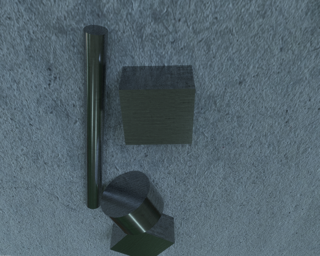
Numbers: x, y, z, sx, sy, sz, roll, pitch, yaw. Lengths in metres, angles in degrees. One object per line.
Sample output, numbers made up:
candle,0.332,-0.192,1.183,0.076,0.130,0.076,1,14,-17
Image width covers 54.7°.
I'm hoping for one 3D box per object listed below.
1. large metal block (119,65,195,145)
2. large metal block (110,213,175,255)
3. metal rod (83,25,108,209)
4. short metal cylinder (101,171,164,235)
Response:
large metal block,-0.002,-0.026,0.368,0.080,0.050,0.079,-1,130,0
large metal block,-0.031,0.187,0.549,0.080,0.050,0.080,28,125,-22
metal rod,-0.088,0.011,0.415,0.025,0.025,0.298,6,130,-6
short metal cylinder,-0.041,0.112,0.466,0.080,0.080,0.050,-19,128,15
